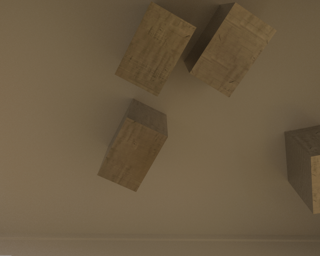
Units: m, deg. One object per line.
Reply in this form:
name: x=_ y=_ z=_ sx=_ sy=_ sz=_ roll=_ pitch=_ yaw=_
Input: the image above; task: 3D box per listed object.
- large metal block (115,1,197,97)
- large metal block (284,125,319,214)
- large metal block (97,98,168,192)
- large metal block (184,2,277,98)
large metal block: x=-0.005 y=-0.091 z=0.348 sx=0.050 sy=0.080 sz=0.080 roll=27 pitch=108 yaw=-10
large metal block: x=0.205 y=0.051 z=0.402 sx=0.050 sy=0.080 sz=0.079 roll=-11 pitch=110 yaw=4
large metal block: x=-0.032 y=0.018 z=0.388 sx=0.050 sy=0.080 sz=0.080 roll=26 pitch=108 yaw=-9
large metal block: x=0.073 y=-0.090 z=0.349 sx=0.050 sy=0.080 sz=0.080 roll=30 pitch=107 yaw=-11
